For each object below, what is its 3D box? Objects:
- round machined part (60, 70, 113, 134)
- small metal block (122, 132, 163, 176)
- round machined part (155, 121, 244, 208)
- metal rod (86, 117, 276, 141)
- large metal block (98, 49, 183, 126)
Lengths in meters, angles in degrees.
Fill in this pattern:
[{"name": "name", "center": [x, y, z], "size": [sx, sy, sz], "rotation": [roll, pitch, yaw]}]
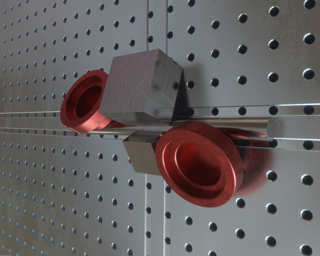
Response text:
[{"name": "round machined part", "center": [-0.100, -0.035, 0.464], "size": [0.098, 0.042, 0.098], "rotation": [-20, 52, 29]}, {"name": "small metal block", "center": [-0.016, 0.033, 0.410], "size": [0.050, 0.025, 0.050], "rotation": [1, 120, 40]}, {"name": "round machined part", "center": [0.047, 0.036, 0.344], "size": [0.098, 0.042, 0.097], "rotation": [20, 127, 30]}, {"name": "metal rod", "center": [-0.002, -0.001, 0.412], "size": [0.300, 0.025, 0.025], "rotation": [1, 91, 40]}, {"name": "large metal block", "center": [-0.025, -0.049, 0.399], "size": [0.080, 0.050, 0.080], "rotation": [1, 73, 40]}]
